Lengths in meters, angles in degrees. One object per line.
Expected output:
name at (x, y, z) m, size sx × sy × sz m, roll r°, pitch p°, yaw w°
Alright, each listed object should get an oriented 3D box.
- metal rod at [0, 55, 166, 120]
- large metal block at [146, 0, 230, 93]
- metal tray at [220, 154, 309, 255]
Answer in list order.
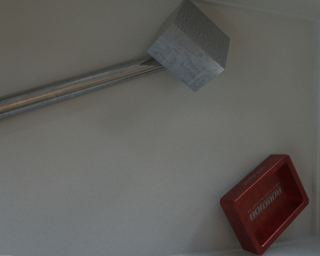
metal rod at (-0.118, -0.044, 0.367) m, size 0.302 × 0.025 × 0.025 m, roll -21°, pitch 97°, yaw -19°
large metal block at (0.039, -0.106, 0.393) m, size 0.080 × 0.050 × 0.080 m, roll 38°, pitch 42°, yaw -17°
metal tray at (0.157, 0.108, 0.456) m, size 0.131 × 0.030 × 0.090 m, roll -32°, pitch 101°, yaw -27°
